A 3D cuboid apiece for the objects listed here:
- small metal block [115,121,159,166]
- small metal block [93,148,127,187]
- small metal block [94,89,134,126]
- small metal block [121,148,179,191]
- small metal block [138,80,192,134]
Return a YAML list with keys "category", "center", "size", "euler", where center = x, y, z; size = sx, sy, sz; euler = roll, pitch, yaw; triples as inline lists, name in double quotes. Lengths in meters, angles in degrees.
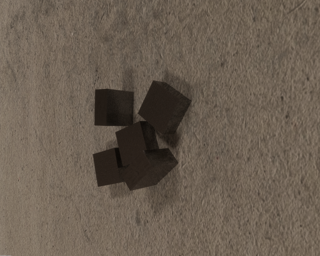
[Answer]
- category: "small metal block"
  center: [-0.031, 0.022, 0.428]
  size: [0.050, 0.025, 0.050]
  euler: [-23, 76, 37]
- category: "small metal block"
  center: [-0.071, 0.058, 0.461]
  size: [0.050, 0.025, 0.050]
  euler: [-18, 79, 38]
- category: "small metal block"
  center: [-0.064, -0.028, 0.440]
  size: [0.025, 0.050, 0.050]
  euler: [2, 92, 40]
- category: "small metal block"
  center: [-0.013, 0.052, 0.397]
  size: [0.050, 0.050, 0.025]
  euler: [-48, 62, 29]
- category: "small metal block"
  center: [0.005, -0.026, 0.399]
  size: [0.050, 0.025, 0.050]
  euler: [40, 114, 32]
